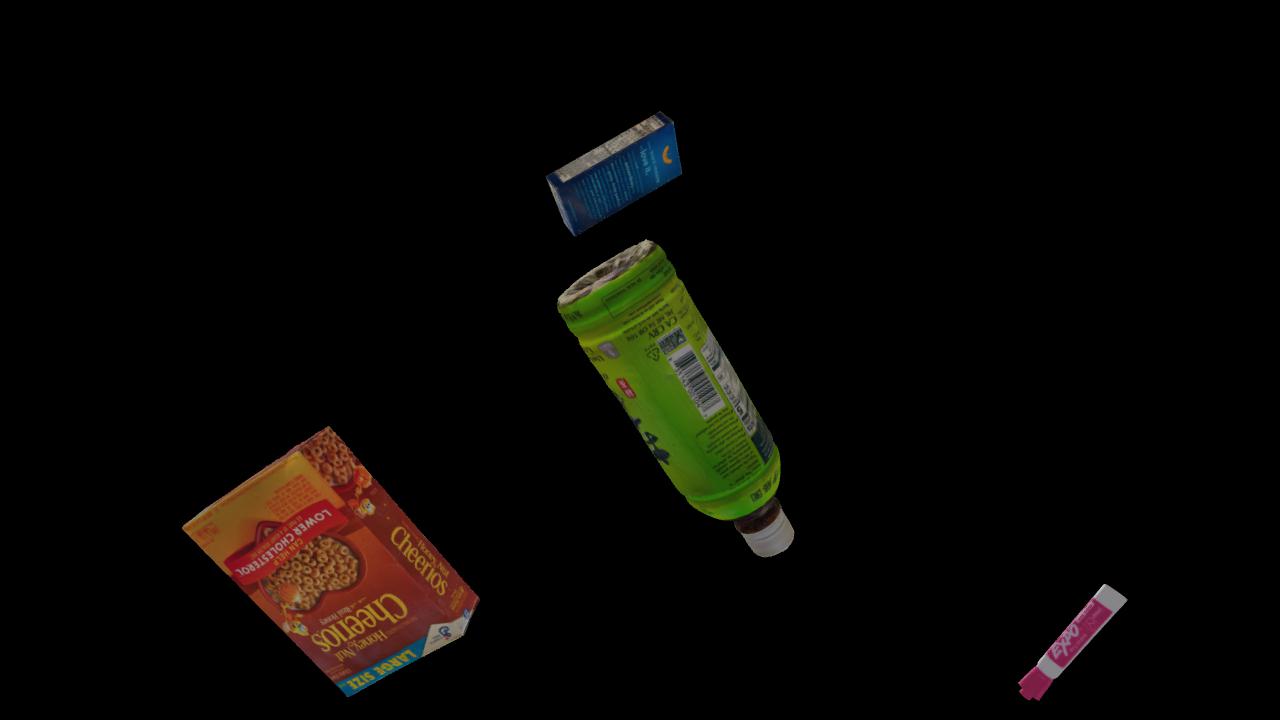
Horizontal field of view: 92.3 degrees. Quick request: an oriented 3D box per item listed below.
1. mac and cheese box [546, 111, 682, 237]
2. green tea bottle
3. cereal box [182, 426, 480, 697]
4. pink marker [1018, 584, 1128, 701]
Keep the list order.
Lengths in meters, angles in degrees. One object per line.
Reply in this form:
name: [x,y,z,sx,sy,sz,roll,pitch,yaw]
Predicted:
mac and cheese box: [-0.032,-0.256,0.851,0.184,0.041,0.093,-32,-34,-8]
green tea bottle: [0.034,0.034,0.374,0.073,0.212,0.073,-30,14,9]
cereal box: [-0.377,0.259,0.771,0.203,0.306,0.081,-31,13,14]
pink marker: [0.369,0.245,0.528,0.020,0.121,0.020,32,10,-6]
